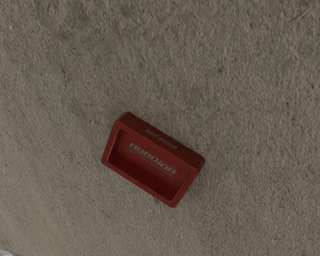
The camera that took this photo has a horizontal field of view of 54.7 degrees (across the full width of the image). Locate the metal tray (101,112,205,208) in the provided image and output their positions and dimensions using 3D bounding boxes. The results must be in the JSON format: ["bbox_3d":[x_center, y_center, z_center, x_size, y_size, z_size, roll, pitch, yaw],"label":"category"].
[{"bbox_3d":[-0.013,0.046,0.439,0.130,0.030,0.089,31,128,7],"label":"metal tray"}]
